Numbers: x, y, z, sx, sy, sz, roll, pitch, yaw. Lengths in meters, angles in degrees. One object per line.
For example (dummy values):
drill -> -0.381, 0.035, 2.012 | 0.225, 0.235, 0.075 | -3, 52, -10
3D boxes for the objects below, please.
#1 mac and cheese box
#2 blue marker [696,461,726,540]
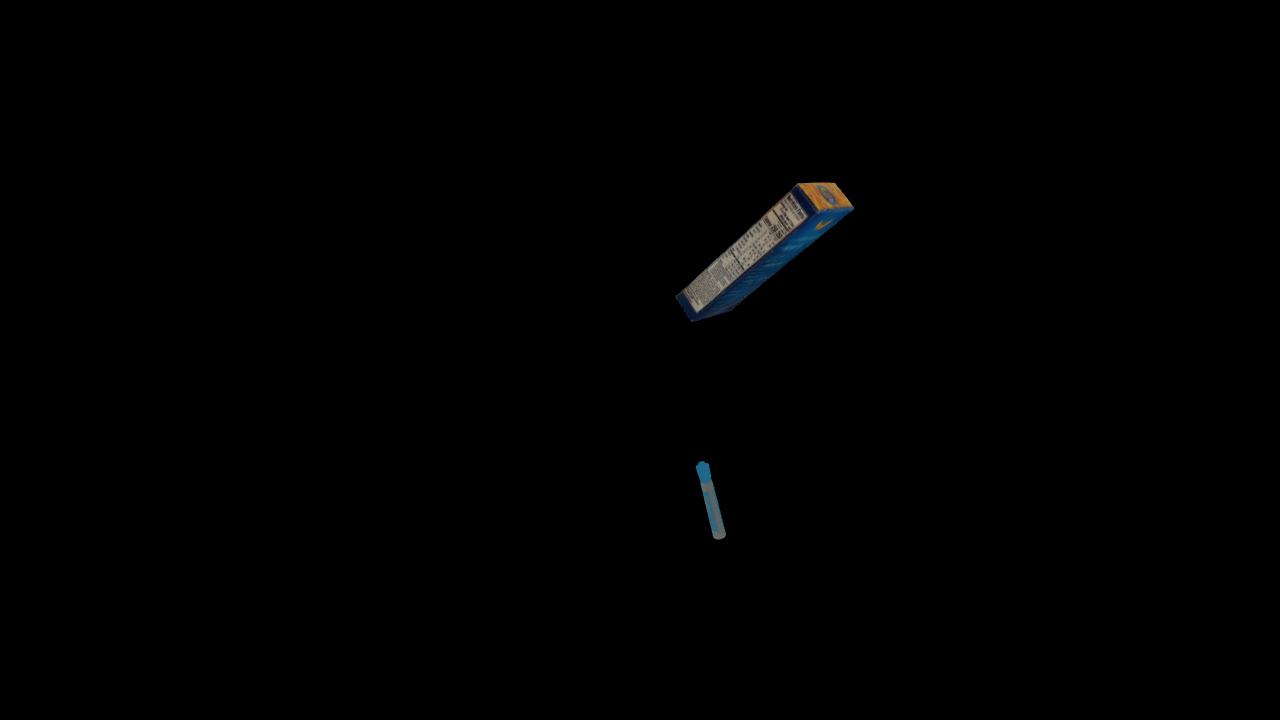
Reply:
mac and cheese box -> 0.127, -0.111, 0.649 | 0.093, 0.041, 0.184 | -18, -18, -49
blue marker -> 0.099, 0.195, 0.855 | 0.020, 0.121, 0.020 | -13, 19, 5
